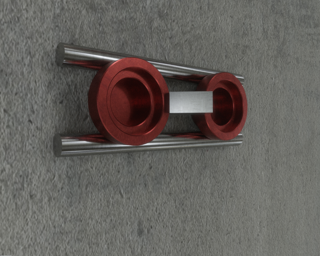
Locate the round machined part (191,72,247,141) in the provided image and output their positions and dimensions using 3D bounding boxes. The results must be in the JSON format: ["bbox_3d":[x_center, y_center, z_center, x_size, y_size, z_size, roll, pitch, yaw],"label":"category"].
[{"bbox_3d":[0.083,-0.031,0.457,0.099,0.042,0.097,0,90,-40],"label":"round machined part"}]

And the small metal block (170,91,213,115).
[{"bbox_3d":[0.038,-0.030,0.387,0.050,0.050,0.025,0,90,3],"label":"small metal block"}]

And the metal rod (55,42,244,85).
[{"bbox_3d":[0.013,-0.076,0.416,0.302,0.025,0.025,0,90,-40],"label":"metal rod"}]

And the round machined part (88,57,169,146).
[{"bbox_3d":[-0.038,-0.029,0.357,0.099,0.042,0.097,0,90,-40],"label":"round machined part"}]

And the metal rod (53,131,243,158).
[{"bbox_3d":[0.011,0.017,0.414,0.302,0.025,0.025,0,90,-40],"label":"metal rod"}]
